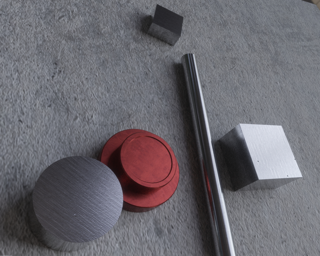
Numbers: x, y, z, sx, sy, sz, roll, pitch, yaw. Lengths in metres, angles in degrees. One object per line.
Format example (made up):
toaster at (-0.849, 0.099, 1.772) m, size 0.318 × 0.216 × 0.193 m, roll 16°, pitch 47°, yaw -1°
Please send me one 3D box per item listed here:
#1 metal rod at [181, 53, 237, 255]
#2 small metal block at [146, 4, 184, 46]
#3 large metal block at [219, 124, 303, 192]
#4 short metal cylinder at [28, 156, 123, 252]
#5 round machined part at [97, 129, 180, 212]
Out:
metal rod at (0.061, 0.019, 0.426) m, size 0.025 × 0.025 × 0.299 m, roll 8°, pitch 58°, yaw -25°
small metal block at (0.009, -0.171, 0.515) m, size 0.050 × 0.025 × 0.050 m, roll 21°, pitch 54°, yaw -16°
large metal block at (0.141, 0.042, 0.440) m, size 0.081 × 0.050 × 0.080 m, roll 2°, pitch 61°, yaw -28°
short metal cylinder at (-0.082, 0.074, 0.299) m, size 0.081 × 0.050 × 0.080 m, roll 14°, pitch 56°, yaw -21°
round machined part at (-0.020, 0.043, 0.357) m, size 0.099 × 0.042 × 0.098 m, roll 14°, pitch 56°, yaw -21°
